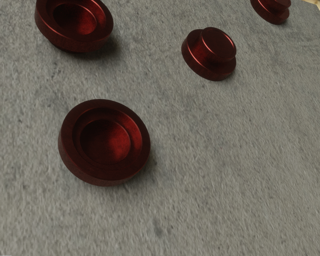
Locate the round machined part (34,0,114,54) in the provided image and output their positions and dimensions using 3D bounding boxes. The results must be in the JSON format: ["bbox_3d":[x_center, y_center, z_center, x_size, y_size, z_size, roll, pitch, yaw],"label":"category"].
[{"bbox_3d":[-0.116,-0.139,0.416,0.099,0.042,0.098,14,56,-21],"label":"round machined part"}]

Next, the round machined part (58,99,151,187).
[{"bbox_3d":[-0.064,0.019,0.348,0.099,0.042,0.098,14,56,-21],"label":"round machined part"}]

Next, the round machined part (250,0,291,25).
[{"bbox_3d":[0.261,-0.289,0.714,0.099,0.042,0.098,14,56,-21],"label":"round machined part"}]

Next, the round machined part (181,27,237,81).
[{"bbox_3d":[0.089,-0.131,0.523,0.099,0.042,0.098,14,56,-21],"label":"round machined part"}]
